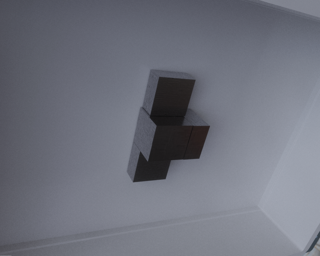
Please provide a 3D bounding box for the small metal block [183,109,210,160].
[{"bbox_3d":[0.036,0.007,0.414,0.025,0.050,0.050,0,119,-28],"label":"small metal block"}]

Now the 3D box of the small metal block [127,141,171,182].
[{"bbox_3d":[-0.014,0.045,0.426,0.050,0.025,0.050,0,119,-28],"label":"small metal block"}]

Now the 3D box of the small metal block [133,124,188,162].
[{"bbox_3d":[0.000,0.018,0.401,0.050,0.050,0.025,0,119,-28],"label":"small metal block"}]

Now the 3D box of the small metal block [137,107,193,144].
[{"bbox_3d":[0.005,-0.004,0.390,0.050,0.050,0.025,0,119,-28],"label":"small metal block"}]

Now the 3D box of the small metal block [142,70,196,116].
[{"bbox_3d":[0.011,-0.043,0.385,0.050,0.025,0.050,0,119,-28],"label":"small metal block"}]
